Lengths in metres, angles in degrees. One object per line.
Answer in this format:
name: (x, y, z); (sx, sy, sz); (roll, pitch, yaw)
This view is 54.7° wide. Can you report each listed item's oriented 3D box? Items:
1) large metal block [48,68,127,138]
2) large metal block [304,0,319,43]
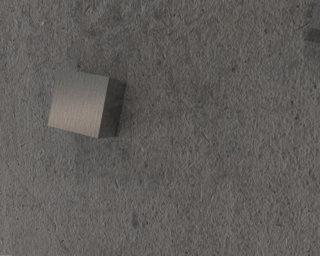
large metal block: (-0.100, -0.034, 0.431); (0.080, 0.050, 0.079); (13, 94, 19)
large metal block: (0.207, -0.128, 0.322); (0.080, 0.050, 0.080); (19, 96, 19)
